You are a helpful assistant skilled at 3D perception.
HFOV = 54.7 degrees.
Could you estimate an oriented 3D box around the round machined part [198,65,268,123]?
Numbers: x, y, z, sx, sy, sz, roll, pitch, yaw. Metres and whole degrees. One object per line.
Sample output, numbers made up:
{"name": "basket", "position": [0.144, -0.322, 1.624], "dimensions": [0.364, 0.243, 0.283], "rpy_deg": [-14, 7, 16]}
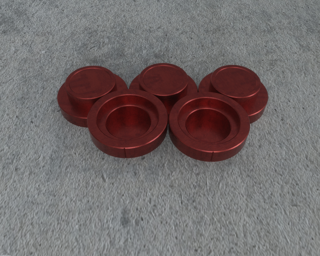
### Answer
{"name": "round machined part", "position": [0.104, -0.052, 0.439], "dimensions": [0.099, 0.042, 0.098], "rpy_deg": [0, 50, 0]}

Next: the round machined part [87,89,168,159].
{"name": "round machined part", "position": [-0.039, -0.001, 0.394], "dimensions": [0.099, 0.042, 0.098], "rpy_deg": [0, 50, 0]}

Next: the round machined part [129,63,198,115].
{"name": "round machined part", "position": [0.005, -0.055, 0.440], "dimensions": [0.099, 0.042, 0.098], "rpy_deg": [0, 50, 0]}

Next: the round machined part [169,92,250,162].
{"name": "round machined part", "position": [0.060, 0.003, 0.392], "dimensions": [0.099, 0.042, 0.098], "rpy_deg": [0, 50, 0]}

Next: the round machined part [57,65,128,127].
{"name": "round machined part", "position": [-0.094, -0.051, 0.435], "dimensions": [0.099, 0.042, 0.098], "rpy_deg": [0, 50, 0]}
